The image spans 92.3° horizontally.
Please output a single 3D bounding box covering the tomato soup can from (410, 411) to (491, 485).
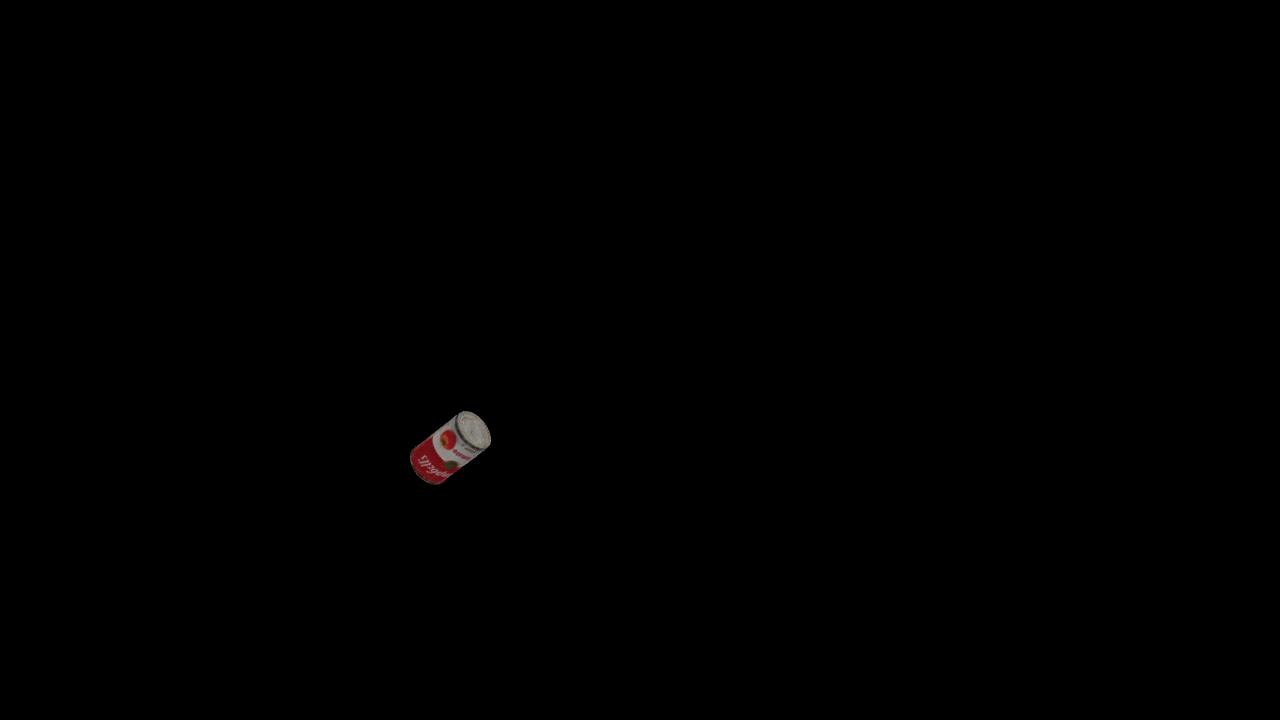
[{"bbox_3d":[-0.278,0.129,0.906,0.101,0.068,0.068,-36,-11,16],"label":"tomato soup can"}]
